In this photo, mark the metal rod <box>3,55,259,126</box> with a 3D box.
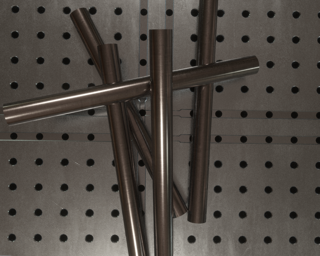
[{"bbox_3d":[-0.022,-0.048,0.368,0.302,0.025,0.025,-13,90,-13],"label":"metal rod"}]

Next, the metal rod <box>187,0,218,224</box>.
[{"bbox_3d":[0.057,-0.025,0.414,0.025,0.025,0.298,3,90,-1],"label":"metal rod"}]

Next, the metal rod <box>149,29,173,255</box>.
[{"bbox_3d":[0.003,0.038,0.372,0.025,0.025,0.298,-1,107,-1],"label":"metal rod"}]

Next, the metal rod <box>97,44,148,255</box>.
[{"bbox_3d":[-0.045,0.046,0.396,0.025,0.025,0.298,-8,97,0],"label":"metal rod"}]

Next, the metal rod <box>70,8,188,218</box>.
[{"bbox_3d":[-0.041,-0.019,0.412,0.025,0.025,0.299,-27,90,0],"label":"metal rod"}]
